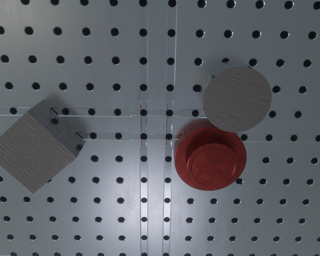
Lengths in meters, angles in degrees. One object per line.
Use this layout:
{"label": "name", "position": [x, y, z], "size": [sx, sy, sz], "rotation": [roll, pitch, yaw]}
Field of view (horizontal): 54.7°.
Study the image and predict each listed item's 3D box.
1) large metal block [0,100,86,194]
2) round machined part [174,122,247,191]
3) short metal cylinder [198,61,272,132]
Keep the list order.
{"label": "large metal block", "position": [-0.161, 0.024, 0.407], "size": [0.080, 0.050, 0.080], "rotation": [-39, 106, 13]}
{"label": "round machined part", "position": [0.069, 0.044, 0.421], "size": [0.099, 0.042, 0.097], "rotation": [0, 110, 0]}
{"label": "short metal cylinder", "position": [0.091, -0.041, 0.386], "size": [0.081, 0.050, 0.079], "rotation": [0, 110, 0]}
